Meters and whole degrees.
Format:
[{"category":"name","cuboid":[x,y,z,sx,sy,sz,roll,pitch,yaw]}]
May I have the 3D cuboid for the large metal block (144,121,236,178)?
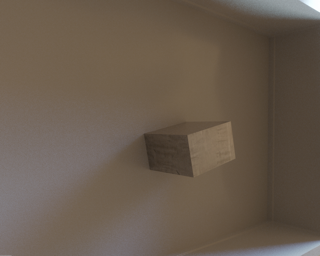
[{"category":"large metal block","cuboid":[0.039,0.024,0.406,0.081,0.080,0.050,-16,100,-39]}]
